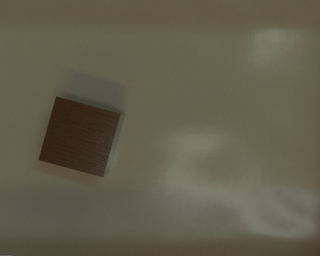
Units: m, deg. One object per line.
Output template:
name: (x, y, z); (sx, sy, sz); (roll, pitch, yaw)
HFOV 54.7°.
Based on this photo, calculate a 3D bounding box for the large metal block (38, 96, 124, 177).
large metal block: (-0.097, 0.011, 0.398); (0.080, 0.050, 0.080); (15, 90, -1)
